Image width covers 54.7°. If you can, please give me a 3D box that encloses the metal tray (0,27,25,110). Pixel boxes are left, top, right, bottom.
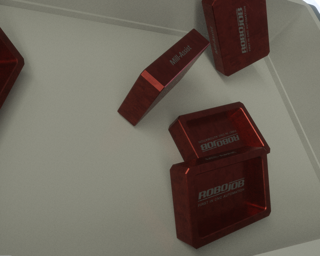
[{"bbox_3d":[-0.188,-0.050,0.293,0.030,0.090,0.130,-1,54,14],"label":"metal tray"}]

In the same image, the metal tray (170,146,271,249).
[{"bbox_3d":[0.077,0.077,0.372,0.131,0.030,0.089,-10,97,-33],"label":"metal tray"}]

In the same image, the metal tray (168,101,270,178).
[{"bbox_3d":[0.087,0.016,0.441,0.131,0.030,0.090,-14,69,-34],"label":"metal tray"}]

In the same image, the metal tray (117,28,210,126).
[{"bbox_3d":[0.006,-0.068,0.410,0.030,0.090,0.131,42,51,0],"label":"metal tray"}]

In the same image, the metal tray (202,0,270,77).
[{"bbox_3d":[0.124,-0.158,0.490,0.090,0.129,0.030,-29,40,-8],"label":"metal tray"}]
